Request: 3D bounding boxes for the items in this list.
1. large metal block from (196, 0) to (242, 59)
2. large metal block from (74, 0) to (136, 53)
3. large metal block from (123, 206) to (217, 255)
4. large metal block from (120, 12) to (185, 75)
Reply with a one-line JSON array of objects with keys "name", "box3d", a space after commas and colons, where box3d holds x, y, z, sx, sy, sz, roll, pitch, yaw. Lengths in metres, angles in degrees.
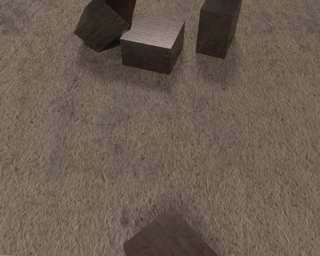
[{"name": "large metal block", "box3d": [0.099, -0.176, 0.516, 0.050, 0.080, 0.080, 17, 52, 13]}, {"name": "large metal block", "box3d": [-0.090, -0.187, 0.516, 0.080, 0.050, 0.080, -28, 40, 33]}, {"name": "large metal block", "box3d": [0.016, 0.127, 0.261, 0.050, 0.080, 0.080, -33, 58, -25]}, {"name": "large metal block", "box3d": [-0.010, -0.138, 0.503, 0.080, 0.050, 0.080, 14, 51, 11]}]
